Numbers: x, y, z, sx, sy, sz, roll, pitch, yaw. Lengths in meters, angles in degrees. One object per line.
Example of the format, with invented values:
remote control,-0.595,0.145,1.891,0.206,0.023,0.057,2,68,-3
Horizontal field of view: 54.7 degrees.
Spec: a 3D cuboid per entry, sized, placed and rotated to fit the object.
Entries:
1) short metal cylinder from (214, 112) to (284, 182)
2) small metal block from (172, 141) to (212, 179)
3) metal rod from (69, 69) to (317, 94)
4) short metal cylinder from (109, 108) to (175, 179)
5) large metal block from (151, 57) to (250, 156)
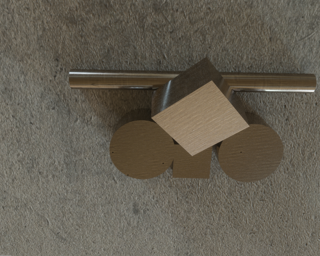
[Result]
short metal cylinder,0.113,0.024,0.407,0.081,0.050,0.079,0,110,0
small metal block,0.043,0.041,0.427,0.050,0.025,0.050,2,110,-1
metal rod,0.041,-0.059,0.389,0.302,0.025,0.025,1,110,-1
short metal cylinder,-0.022,0.019,0.404,0.081,0.050,0.079,0,110,0
large metal block,0.047,-0.023,0.371,0.080,0.050,0.080,-31,124,24
